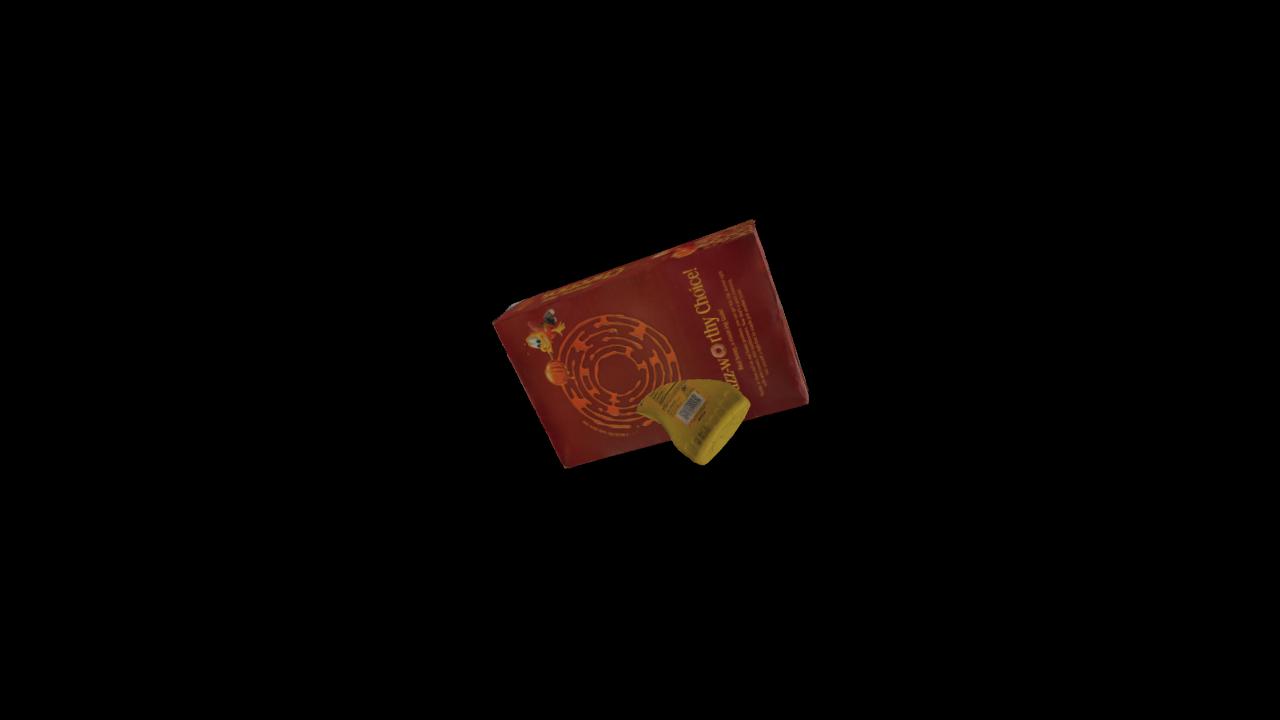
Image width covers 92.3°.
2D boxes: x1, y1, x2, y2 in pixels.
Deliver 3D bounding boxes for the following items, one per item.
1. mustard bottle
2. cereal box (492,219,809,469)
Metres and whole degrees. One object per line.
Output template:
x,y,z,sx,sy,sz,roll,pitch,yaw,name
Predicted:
0.028,0.029,0.694,0.184,0.092,0.054,38,8,29,mustard bottle
0.013,-0.010,0.698,0.306,0.203,0.081,-17,20,16,cereal box
